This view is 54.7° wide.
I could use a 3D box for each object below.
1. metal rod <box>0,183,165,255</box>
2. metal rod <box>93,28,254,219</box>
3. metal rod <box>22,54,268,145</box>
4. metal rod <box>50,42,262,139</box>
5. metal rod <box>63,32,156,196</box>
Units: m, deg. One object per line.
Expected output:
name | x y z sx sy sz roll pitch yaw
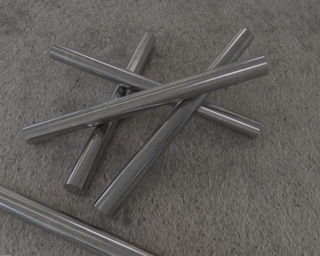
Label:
metal rod | -0.053 0.115 0.305 0.301 0.025 0.025 18 52 14
metal rod | 0.028 -0.020 0.380 0.025 0.025 0.301 31 68 23
metal rod | -0.024 -0.031 0.374 0.301 0.025 0.025 -16 50 8
metal rod | -0.011 -0.053 0.421 0.301 0.025 0.025 22 53 7
metal rod | -0.057 -0.042 0.437 0.025 0.025 0.300 12 51 9
